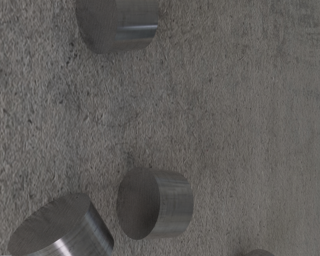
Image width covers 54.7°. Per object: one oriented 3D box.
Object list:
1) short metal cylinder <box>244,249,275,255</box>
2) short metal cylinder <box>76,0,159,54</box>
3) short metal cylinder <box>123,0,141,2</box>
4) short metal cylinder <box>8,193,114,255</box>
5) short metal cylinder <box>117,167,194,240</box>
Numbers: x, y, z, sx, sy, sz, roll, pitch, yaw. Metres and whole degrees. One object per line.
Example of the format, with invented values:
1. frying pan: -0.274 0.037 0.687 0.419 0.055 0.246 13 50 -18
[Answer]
1. short metal cylinder: 0.158 0.245 0.502 0.050 0.080 0.079 -6 94 -40
2. short metal cylinder: -0.047 -0.121 0.329 0.050 0.080 0.079 -18 102 -38
3. short metal cylinder: -0.026 -0.197 0.366 0.081 0.050 0.080 0 90 -40
4. short metal cylinder: -0.091 0.107 0.293 0.080 0.080 0.050 -37 113 -34
5. short metal cylinder: -0.007 0.088 0.363 0.050 0.080 0.080 14 81 -39
